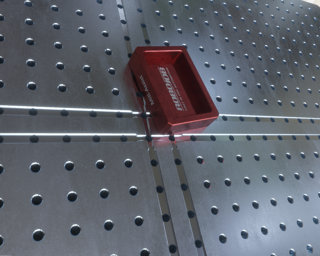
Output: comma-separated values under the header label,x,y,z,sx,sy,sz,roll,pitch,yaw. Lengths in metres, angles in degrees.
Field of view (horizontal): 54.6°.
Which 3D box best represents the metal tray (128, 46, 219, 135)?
label,x,y,z,sx,sy,sz,roll,pitch,yaw
metal tray,0.019,-0.059,0.450,0.091,0.030,0.130,-10,67,-32
